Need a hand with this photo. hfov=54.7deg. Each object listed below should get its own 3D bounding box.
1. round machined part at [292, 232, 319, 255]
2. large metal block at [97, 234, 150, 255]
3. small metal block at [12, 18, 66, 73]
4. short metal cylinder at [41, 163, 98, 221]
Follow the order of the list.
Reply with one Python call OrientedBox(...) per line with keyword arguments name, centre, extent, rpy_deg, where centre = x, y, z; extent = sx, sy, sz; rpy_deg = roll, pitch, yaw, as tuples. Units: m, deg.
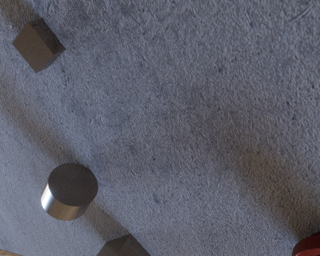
OrientedBox(name="round machined part", centre=(0.217, 0.168, 0.385), extent=(0.098, 0.042, 0.097), rpy_deg=(13, 124, 20))
OrientedBox(name="large metal block", centre=(-0.066, 0.253, 0.580), extent=(0.080, 0.050, 0.080), rpy_deg=(-32, 101, 38))
OrientedBox(name="small metal block", centre=(-0.165, -0.112, 0.423), extent=(0.050, 0.025, 0.050), rpy_deg=(-28, 103, 37))
OrientedBox(name="short metal cylinder", centre=(-0.149, 0.105, 0.513), extent=(0.080, 0.080, 0.050), rpy_deg=(38, 129, 2))
